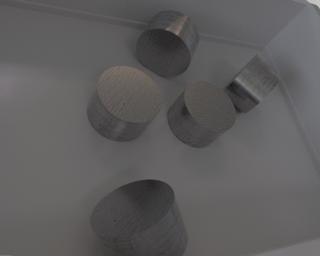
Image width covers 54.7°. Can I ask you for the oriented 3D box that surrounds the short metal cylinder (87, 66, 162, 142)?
[{"bbox_3d":[-0.044,-0.029,0.383,0.081,0.050,0.080,14,56,-21],"label":"short metal cylinder"}]

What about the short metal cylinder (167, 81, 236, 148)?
[{"bbox_3d":[0.057,-0.019,0.432,0.081,0.050,0.080,14,56,-21],"label":"short metal cylinder"}]

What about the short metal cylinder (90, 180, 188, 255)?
[{"bbox_3d":[-0.019,0.093,0.294,0.081,0.080,0.050,-36,119,-38],"label":"short metal cylinder"}]

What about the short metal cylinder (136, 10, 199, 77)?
[{"bbox_3d":[0.012,-0.122,0.451,0.080,0.080,0.050,30,52,-9],"label":"short metal cylinder"}]

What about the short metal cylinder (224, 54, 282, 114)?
[{"bbox_3d":[0.142,-0.069,0.488,0.050,0.080,0.080,43,51,1],"label":"short metal cylinder"}]
